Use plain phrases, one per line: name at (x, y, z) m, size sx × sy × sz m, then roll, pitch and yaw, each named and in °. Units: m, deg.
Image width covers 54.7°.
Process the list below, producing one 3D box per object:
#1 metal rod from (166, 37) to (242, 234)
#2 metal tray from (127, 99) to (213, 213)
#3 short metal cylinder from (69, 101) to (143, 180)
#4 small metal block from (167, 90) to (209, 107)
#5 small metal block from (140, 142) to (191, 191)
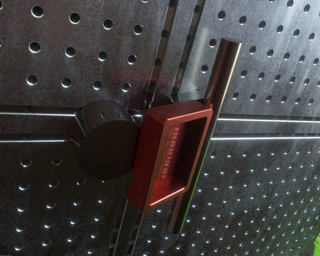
metal rod at (0.053, 0.028, 0.426) m, size 0.025 × 0.025 × 0.298 m, roll -1°, pitch 119°, yaw -28°
metal tray at (0.012, 0.034, 0.386) m, size 0.091 × 0.030 × 0.129 m, roll -15°, pitch 127°, yaw -44°
short metal cylinder at (-0.063, 0.014, 0.370) m, size 0.081 × 0.050 × 0.079 m, roll -14°, pitch 125°, yaw -21°
small metal block at (0.037, -0.020, 0.421) m, size 0.050 × 0.025 × 0.050 m, roll -14°, pitch 125°, yaw -21°
small metal block at (0.009, 0.057, 0.452) m, size 0.050 × 0.025 × 0.050 m, roll -43°, pitch 130°, yaw 1°
